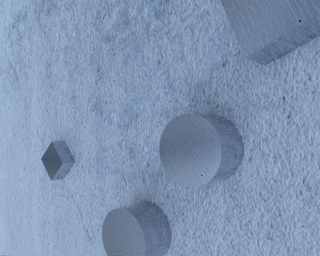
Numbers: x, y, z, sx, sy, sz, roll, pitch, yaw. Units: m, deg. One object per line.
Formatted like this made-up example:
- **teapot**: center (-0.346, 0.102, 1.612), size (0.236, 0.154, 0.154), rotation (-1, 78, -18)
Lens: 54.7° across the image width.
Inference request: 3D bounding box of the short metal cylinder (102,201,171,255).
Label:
- **short metal cylinder**: center (-0.032, 0.143, 0.415), size (0.080, 0.050, 0.080), rotation (0, 90, 40)

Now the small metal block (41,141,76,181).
- **small metal block**: center (-0.184, 0.058, 0.557), size (0.050, 0.025, 0.050), rotation (-50, 61, 28)

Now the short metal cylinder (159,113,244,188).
- **short metal cylinder**: center (0.046, 0.024, 0.351), size (0.080, 0.050, 0.080), rotation (0, 90, 40)

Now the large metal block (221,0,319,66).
- **large metal block**: center (0.112, -0.118, 0.296), size (0.080, 0.050, 0.080), rotation (-29, 72, 36)
